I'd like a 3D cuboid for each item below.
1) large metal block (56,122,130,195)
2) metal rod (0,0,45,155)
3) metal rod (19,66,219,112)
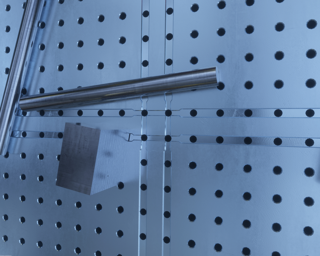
[{"bbox_3d":[-0.086,0.037,0.413,0.050,0.080,0.079,11,94,19],"label":"large metal block"},{"bbox_3d":[-0.220,-0.102,0.488,0.025,0.025,0.298,19,96,18],"label":"metal rod"},{"bbox_3d":[-0.069,-0.051,0.435,0.301,0.025,0.025,-6,88,19],"label":"metal rod"}]
